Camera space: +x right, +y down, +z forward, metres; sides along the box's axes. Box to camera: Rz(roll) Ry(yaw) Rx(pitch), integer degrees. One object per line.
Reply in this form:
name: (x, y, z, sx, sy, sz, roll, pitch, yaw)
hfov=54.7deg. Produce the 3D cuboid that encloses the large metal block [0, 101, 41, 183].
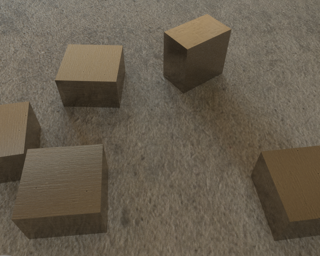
large metal block: (-0.193, 0.019, 0.369, 0.081, 0.050, 0.080, -8, 51, -7)

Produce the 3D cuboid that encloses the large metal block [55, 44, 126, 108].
large metal block: (-0.096, -0.076, 0.450, 0.081, 0.050, 0.080, 2, 50, 1)

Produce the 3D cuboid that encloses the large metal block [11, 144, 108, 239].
large metal block: (-0.099, 0.067, 0.330, 0.081, 0.050, 0.080, -4, 50, -4)

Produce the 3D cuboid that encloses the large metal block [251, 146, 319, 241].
large metal block: (0.154, 0.068, 0.332, 0.081, 0.050, 0.080, -5, 50, -5)

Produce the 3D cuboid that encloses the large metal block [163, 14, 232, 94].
large metal block: (0.053, -0.110, 0.461, 0.081, 0.080, 0.050, -30, 56, -23)
